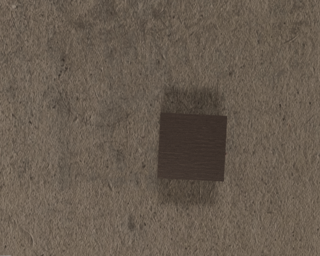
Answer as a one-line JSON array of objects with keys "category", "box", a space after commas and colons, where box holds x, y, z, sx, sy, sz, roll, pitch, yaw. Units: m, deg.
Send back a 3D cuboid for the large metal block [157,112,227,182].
[{"category": "large metal block", "box": [0.039, 0.023, 0.398, 0.081, 0.050, 0.079, 3, 90, -1]}]
